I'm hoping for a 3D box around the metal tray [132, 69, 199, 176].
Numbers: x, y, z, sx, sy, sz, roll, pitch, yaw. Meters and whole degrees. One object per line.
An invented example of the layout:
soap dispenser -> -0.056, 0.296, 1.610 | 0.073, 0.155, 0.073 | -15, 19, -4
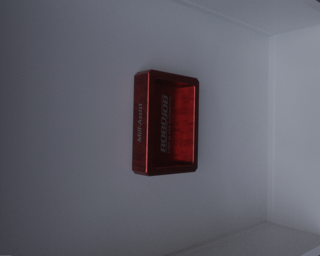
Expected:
metal tray -> 0.010, -0.005, 0.409 | 0.091, 0.030, 0.129 | 2, 88, -41
